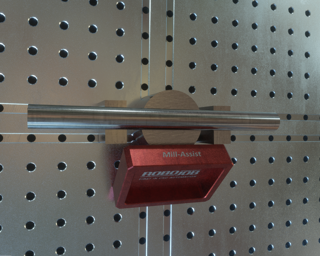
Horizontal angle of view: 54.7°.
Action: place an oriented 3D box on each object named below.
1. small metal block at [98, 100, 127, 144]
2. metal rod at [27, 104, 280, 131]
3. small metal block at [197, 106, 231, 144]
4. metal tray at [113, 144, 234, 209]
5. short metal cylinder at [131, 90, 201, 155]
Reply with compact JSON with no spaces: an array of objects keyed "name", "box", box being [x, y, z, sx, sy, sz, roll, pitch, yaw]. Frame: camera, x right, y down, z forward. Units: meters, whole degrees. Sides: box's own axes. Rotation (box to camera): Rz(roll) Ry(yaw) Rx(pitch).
[{"name":"small metal block","box":[-0.059,-0.007,0.378,0.025,0.050,0.050,-1,91,-20]},{"name":"metal rod","box":[0.010,-0.010,0.363,0.302,0.025,0.025,1,90,-20]},{"name":"small metal block","box":[0.072,-0.004,0.426,0.025,0.050,0.050,-1,91,-20]},{"name":"metal tray","box":[0.014,0.060,0.386,0.131,0.089,0.030,0,47,-20]},{"name":"short metal cylinder","box":[0.007,-0.007,0.401,0.081,0.050,0.080,0,90,-20]}]
